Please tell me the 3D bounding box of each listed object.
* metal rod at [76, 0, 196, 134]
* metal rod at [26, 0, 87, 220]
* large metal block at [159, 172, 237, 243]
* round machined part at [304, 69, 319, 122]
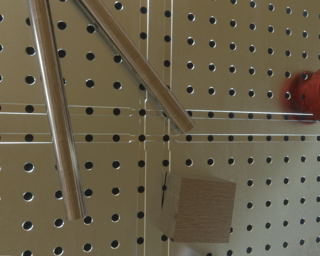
[{"bbox_3d":[-0.052,-0.113,0.393,0.025,0.025,0.300,-42,104,-15],"label":"metal rod"},{"bbox_3d":[-0.125,-0.040,0.366,0.025,0.025,0.298,-10,94,-20],"label":"metal rod"},{"bbox_3d":[0.050,0.107,0.419,0.081,0.050,0.080,9,87,-20],"label":"large metal block"},{"bbox_3d":[0.279,-0.053,0.509,0.099,0.042,0.097,0,90,-21],"label":"round machined part"}]
